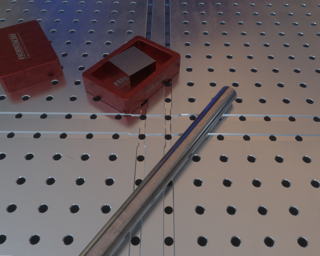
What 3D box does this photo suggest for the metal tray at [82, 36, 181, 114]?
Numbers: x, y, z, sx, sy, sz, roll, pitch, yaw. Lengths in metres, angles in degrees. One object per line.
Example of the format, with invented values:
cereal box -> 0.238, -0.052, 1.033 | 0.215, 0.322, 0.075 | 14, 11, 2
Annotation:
metal tray -> -0.041, -0.086, 0.476 | 0.090, 0.030, 0.131 | 31, 56, 23

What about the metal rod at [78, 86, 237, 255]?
metal rod -> 0.013, 0.043, 0.371 | 0.025, 0.025, 0.301 | 29, 55, 22

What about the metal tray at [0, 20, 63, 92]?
metal tray -> -0.224, -0.122, 0.504 | 0.091, 0.030, 0.130 | -23, 54, -19

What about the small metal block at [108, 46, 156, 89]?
small metal block -> -0.042, -0.092, 0.468 | 0.050, 0.025, 0.050 | -36, 59, -27
